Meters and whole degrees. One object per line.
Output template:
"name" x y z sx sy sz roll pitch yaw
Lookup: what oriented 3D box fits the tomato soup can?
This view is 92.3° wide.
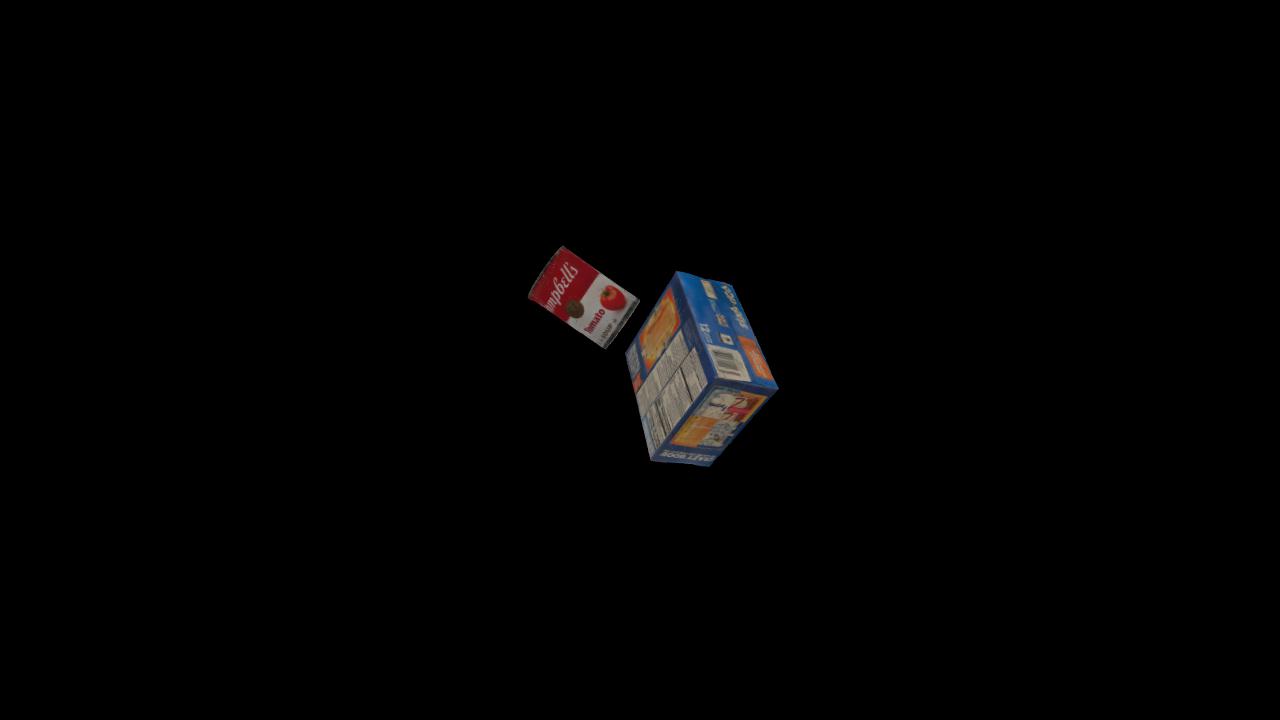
"tomato soup can" -0.059 -0.065 0.659 0.101 0.068 0.068 35 -4 -6

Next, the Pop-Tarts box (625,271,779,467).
"Pop-Tarts box" 0.060 0.010 0.692 0.083 0.167 0.141 13 -49 -26
